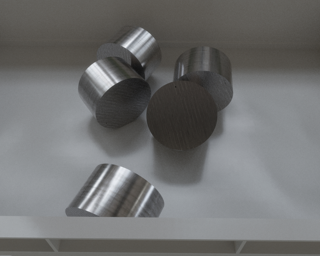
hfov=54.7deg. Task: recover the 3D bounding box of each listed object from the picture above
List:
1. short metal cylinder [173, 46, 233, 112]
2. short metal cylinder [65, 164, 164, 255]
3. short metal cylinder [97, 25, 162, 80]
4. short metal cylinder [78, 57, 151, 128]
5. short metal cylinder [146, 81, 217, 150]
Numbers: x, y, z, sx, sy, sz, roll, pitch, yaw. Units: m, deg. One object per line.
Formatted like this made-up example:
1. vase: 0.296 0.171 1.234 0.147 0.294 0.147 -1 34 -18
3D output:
1. short metal cylinder: 0.058 -0.063 0.423 0.080 0.080 0.050 5 50 4
2. short metal cylinder: -0.043 0.080 0.302 0.080 0.080 0.050 20 53 15
3. short metal cylinder: -0.045 -0.102 0.455 0.080 0.080 0.050 22 53 17
4. short metal cylinder: -0.059 -0.046 0.407 0.081 0.080 0.050 -27 56 -21
5. short metal cylinder: 0.027 -0.013 0.376 0.080 0.050 0.080 0 85 4
